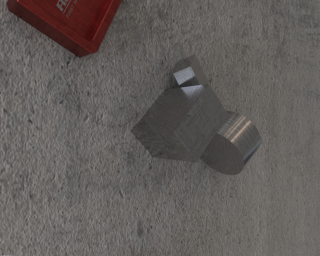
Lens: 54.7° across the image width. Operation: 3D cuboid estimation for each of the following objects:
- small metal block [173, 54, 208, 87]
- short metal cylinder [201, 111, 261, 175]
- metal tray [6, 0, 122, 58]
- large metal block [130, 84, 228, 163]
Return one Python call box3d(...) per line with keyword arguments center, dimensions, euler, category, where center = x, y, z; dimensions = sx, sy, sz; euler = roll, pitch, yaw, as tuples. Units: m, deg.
box3d(center=(0.045, -0.067, 0.427), dimensions=(0.050, 0.025, 0.050), euler=(60, 25, -23), category="small metal block")
box3d(center=(0.098, 0.022, 0.451), dimensions=(0.050, 0.080, 0.080), euler=(-43, 116, -31), category="short metal cylinder")
box3d(center=(-0.086, -0.153, 0.328), dimensions=(0.090, 0.030, 0.130), euler=(33, 70, -35), category="metal tray")
box3d(center=(0.024, -0.007, 0.389), dimensions=(0.080, 0.080, 0.050), euler=(-53, 121, -27), category="large metal block")
